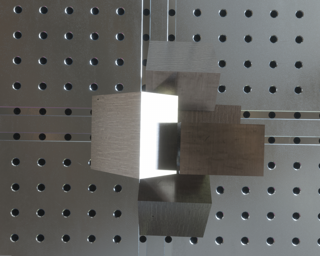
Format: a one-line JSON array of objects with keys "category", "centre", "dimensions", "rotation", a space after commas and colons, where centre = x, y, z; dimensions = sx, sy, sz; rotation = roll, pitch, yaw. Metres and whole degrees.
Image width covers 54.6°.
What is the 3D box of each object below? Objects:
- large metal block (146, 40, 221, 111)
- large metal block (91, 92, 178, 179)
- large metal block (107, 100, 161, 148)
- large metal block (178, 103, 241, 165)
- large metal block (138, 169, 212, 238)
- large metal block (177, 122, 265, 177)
[{"category": "large metal block", "centre": [0.025, -0.066, 0.379], "dimensions": [0.080, 0.080, 0.050], "rotation": [2, 128, 0]}, {"category": "large metal block", "centre": [-0.029, 0.006, 0.328], "dimensions": [0.080, 0.050, 0.080], "rotation": [2, 91, 45]}, {"category": "large metal block", "centre": [-0.028, 0.006, 0.401], "dimensions": [0.080, 0.050, 0.080], "rotation": [7, 90, 0]}, {"category": "large metal block", "centre": [0.057, 0.011, 0.401], "dimensions": [0.080, 0.050, 0.080], "rotation": [3, 90, 0]}, {"category": "large metal block", "centre": [0.016, 0.091, 0.380], "dimensions": [0.080, 0.050, 0.080], "rotation": [2, 135, 0]}, {"category": "large metal block", "centre": [0.060, 0.020, 0.336], "dimensions": [0.080, 0.080, 0.050], "rotation": [2, 90, 0]}]
